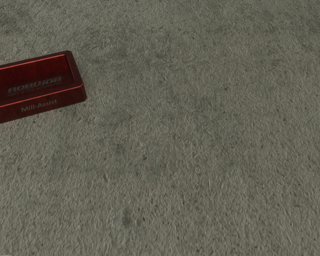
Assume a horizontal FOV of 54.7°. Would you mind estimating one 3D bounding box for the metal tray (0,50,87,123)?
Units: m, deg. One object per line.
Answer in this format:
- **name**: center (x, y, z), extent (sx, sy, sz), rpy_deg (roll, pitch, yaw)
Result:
- **metal tray**: center (-0.182, -0.063, 0.451), extent (0.131, 0.030, 0.090), rpy_deg (-17, 52, -14)
